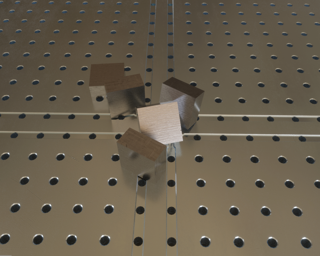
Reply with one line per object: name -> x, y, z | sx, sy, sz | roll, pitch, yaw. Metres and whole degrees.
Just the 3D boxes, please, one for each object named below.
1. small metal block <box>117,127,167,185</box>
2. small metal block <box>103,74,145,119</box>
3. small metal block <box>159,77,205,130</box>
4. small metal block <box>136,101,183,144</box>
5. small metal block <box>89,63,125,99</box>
small metal block -> -0.020, 0.033, 0.363 | 0.050, 0.050, 0.025 | 25, 55, 20
small metal block -> -0.048, -0.044, 0.428 | 0.050, 0.050, 0.025 | -13, 51, -11
small metal block -> 0.027, -0.034, 0.417 | 0.050, 0.050, 0.025 | 28, 41, 21
small metal block -> -0.001, -0.005, 0.394 | 0.050, 0.050, 0.025 | -10, 9, -9
small metal block -> -0.078, -0.072, 0.468 | 0.050, 0.025, 0.050 | -4, 50, -3
